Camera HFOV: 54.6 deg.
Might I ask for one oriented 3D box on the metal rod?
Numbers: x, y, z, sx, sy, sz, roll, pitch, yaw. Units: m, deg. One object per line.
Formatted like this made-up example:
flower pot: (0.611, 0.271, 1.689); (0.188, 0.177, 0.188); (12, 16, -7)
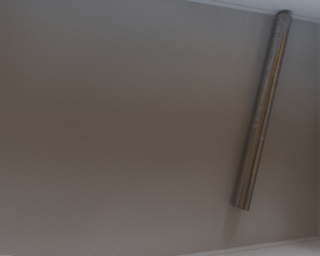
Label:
metal rod: (0.155, -0.027, 0.466); (0.025, 0.025, 0.299); (16, 85, -19)
